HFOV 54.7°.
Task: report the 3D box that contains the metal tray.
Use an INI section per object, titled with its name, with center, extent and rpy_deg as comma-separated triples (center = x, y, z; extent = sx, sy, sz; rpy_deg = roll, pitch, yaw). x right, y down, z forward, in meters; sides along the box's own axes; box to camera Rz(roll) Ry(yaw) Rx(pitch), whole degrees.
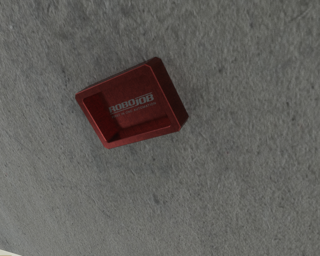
[metal tray]
center = -0.039, -0.028, 0.405
extent = 0.130, 0.030, 0.090
rpy_deg = -15, 111, 34
